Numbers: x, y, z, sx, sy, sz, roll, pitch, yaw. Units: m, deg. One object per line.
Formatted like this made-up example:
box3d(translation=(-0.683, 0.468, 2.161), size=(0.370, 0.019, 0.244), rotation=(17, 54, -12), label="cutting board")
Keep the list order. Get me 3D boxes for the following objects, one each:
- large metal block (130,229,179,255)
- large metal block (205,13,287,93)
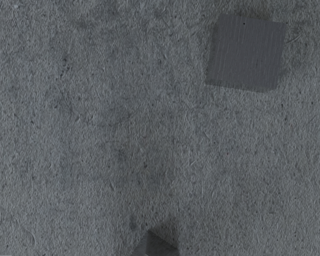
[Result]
box3d(translation=(-0.018, 0.186, 0.382), size=(0.050, 0.080, 0.080), rotation=(34, 90, 0), label="large metal block")
box3d(translation=(0.107, -0.093, 0.398), size=(0.080, 0.050, 0.080), rotation=(9, 90, 0), label="large metal block")
